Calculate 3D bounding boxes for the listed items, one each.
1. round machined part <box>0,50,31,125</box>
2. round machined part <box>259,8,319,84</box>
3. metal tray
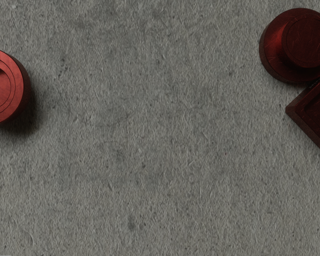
[{"bbox_3d":[-0.215,-0.051,0.399,0.099,0.042,0.097,0,90,-1],"label":"round machined part"},{"bbox_3d":[0.185,-0.109,0.404,0.099,0.042,0.097,0,90,-1],"label":"round machined part"},{"bbox_3d":[0.247,-0.037,0.410,0.130,0.030,0.090,-43,91,0],"label":"metal tray"}]
